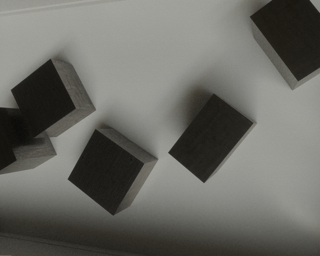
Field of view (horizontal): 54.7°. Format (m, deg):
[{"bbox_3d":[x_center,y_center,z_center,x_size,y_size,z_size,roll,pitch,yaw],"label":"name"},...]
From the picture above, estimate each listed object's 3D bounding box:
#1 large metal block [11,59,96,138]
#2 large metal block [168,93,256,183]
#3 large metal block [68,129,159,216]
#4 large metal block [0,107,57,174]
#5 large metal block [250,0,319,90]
[{"bbox_3d":[-0.154,-0.040,0.450,0.080,0.050,0.080,-32,80,17],"label":"large metal block"},{"bbox_3d":[0.064,0.011,0.358,0.050,0.080,0.080,40,102,15],"label":"large metal block"},{"bbox_3d":[-0.063,0.056,0.418,0.080,0.050,0.080,34,101,16],"label":"large metal block"},{"bbox_3d":[-0.211,0.018,0.454,0.050,0.080,0.080,-29,81,17],"label":"large metal block"},{"bbox_3d":[0.143,-0.091,0.331,0.050,0.080,0.080,-35,79,16],"label":"large metal block"}]
